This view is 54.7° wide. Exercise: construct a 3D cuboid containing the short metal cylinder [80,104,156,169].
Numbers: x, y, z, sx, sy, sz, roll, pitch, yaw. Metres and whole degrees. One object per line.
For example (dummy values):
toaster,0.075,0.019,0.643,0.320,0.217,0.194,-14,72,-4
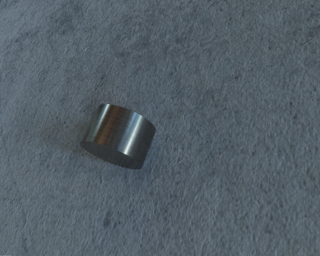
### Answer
short metal cylinder,-0.051,0.013,0.386,0.080,0.080,0.050,8,66,31
